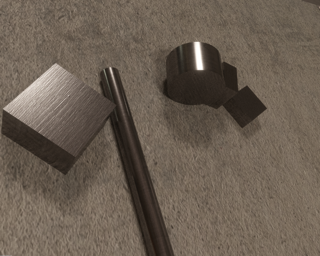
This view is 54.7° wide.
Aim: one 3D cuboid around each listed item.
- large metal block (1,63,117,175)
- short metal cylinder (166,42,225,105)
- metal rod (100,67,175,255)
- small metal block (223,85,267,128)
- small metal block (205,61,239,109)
[{"bbox_3d":[-0.108,-0.010,0.336,0.080,0.050,0.080,35,51,-5],"label":"large metal block"},{"bbox_3d":[0.050,-0.076,0.444,0.081,0.080,0.050,12,57,-22],"label":"short metal cylinder"},{"bbox_3d":[-0.023,0.058,0.356,0.025,0.025,0.299,-5,64,-31],"label":"metal rod"},{"bbox_3d":[0.137,-0.035,0.502,0.050,0.025,0.050,-32,80,-38],"label":"small metal block"},{"bbox_3d":[0.093,-0.065,0.479,0.025,0.050,0.050,21,54,-22],"label":"small metal block"}]
